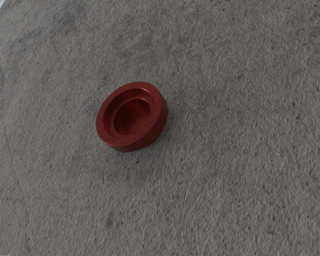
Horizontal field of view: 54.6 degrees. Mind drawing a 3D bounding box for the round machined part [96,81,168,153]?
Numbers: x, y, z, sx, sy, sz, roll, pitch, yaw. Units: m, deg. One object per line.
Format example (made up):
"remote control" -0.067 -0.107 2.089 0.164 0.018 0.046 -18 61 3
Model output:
"round machined part" -0.033 -0.011 0.418 0.098 0.042 0.098 -13 56 21
